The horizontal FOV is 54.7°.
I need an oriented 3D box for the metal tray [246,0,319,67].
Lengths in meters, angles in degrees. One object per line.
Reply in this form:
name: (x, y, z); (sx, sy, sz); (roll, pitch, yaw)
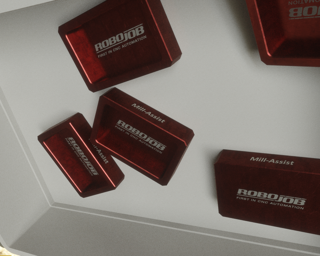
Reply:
metal tray: (0.133, -0.091, 0.235); (0.130, 0.030, 0.090); (15, 143, 47)

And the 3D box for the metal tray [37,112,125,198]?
metal tray: (-0.128, 0.048, 0.502); (0.090, 0.030, 0.130); (-22, 107, 36)

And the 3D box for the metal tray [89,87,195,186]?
metal tray: (-0.029, 0.013, 0.428); (0.130, 0.030, 0.089); (29, 128, 9)

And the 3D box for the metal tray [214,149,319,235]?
metal tray: (0.137, 0.077, 0.381); (0.130, 0.030, 0.089); (4, 121, 26)

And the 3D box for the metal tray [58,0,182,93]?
metal tray: (-0.050, -0.102, 0.368); (0.130, 0.030, 0.090); (-12, 112, 33)
